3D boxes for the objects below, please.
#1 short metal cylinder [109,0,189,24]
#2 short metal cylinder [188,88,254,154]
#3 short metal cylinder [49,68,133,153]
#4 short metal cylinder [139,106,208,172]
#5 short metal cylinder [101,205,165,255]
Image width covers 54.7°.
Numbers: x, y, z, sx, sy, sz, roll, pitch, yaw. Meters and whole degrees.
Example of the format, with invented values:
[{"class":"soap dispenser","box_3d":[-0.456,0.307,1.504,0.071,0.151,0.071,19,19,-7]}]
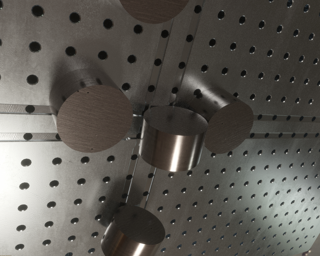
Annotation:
[{"class":"short metal cylinder","box_3d":[-0.013,-0.147,0.298,0.081,0.050,0.079,-14,125,-21]},{"class":"short metal cylinder","box_3d":[0.083,-0.011,0.436,0.081,0.050,0.079,-14,125,-21]},{"class":"short metal cylinder","box_3d":[-0.077,-0.020,0.342,0.081,0.050,0.079,-14,124,-21]},{"class":"short metal cylinder","box_3d":[0.016,0.011,0.393,0.081,0.080,0.050,-5,121,-26]},{"class":"short metal cylinder","box_3d":[-0.039,0.160,0.455,0.081,0.080,0.050,14,111,-34]}]
